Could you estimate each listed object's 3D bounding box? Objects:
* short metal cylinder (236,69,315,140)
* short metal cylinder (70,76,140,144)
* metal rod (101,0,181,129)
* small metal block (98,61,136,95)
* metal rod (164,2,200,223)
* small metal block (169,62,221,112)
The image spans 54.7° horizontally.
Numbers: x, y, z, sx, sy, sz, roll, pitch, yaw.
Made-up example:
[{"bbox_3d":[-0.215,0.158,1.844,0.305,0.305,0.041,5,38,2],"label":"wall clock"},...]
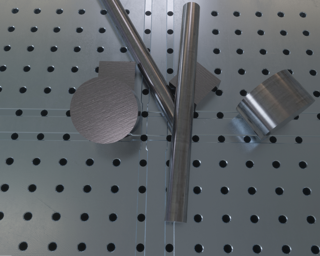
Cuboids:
[{"bbox_3d":[0.145,-0.028,0.394,0.080,0.080,0.050,-32,73,-11],"label":"short metal cylinder"},{"bbox_3d":[-0.066,-0.023,0.391,0.081,0.050,0.079,0,94,0],"label":"short metal cylinder"},{"bbox_3d":[-0.036,-0.122,0.455,0.025,0.025,0.299,-25,72,-9],"label":"metal rod"},{"bbox_3d":[-0.060,-0.066,0.435,0.050,0.025,0.050,1,70,0],"label":"small metal block"},{"bbox_3d":[0.031,-0.035,0.397,0.025,0.025,0.299,5,69,2],"label":"metal rod"},{"bbox_3d":[0.048,-0.060,0.434,0.050,0.025,0.050,42,75,13],"label":"small metal block"}]
